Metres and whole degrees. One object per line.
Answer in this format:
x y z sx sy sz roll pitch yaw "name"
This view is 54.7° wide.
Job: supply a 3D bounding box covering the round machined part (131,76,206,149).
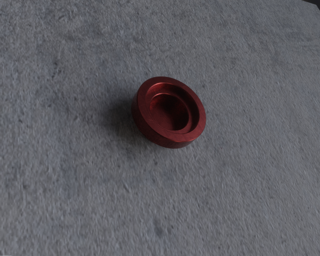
0.008 -0.017 0.409 0.099 0.042 0.098 14 56 -21 "round machined part"
